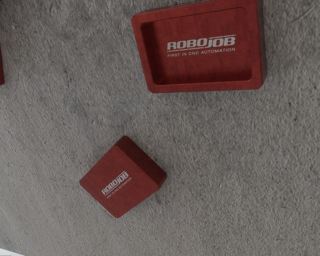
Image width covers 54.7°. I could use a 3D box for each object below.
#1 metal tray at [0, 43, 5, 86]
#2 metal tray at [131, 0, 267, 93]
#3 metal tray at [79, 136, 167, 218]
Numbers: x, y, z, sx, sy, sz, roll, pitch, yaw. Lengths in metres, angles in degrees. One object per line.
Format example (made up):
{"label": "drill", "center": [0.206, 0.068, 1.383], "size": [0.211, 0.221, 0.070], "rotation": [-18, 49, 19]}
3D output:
{"label": "metal tray", "center": [-0.291, -0.131, 0.476], "size": [0.090, 0.030, 0.129], "rotation": [23, 127, 13]}
{"label": "metal tray", "center": [0.041, -0.086, 0.328], "size": [0.130, 0.030, 0.089], "rotation": [1, 119, 27]}
{"label": "metal tray", "center": [-0.061, 0.081, 0.486], "size": [0.090, 0.030, 0.129], "rotation": [44, 129, -3]}
